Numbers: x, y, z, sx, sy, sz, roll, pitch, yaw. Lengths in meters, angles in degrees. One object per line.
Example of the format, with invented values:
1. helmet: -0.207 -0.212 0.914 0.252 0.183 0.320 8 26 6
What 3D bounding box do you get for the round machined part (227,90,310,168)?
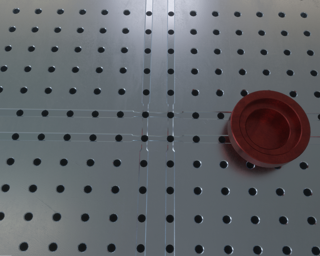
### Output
1. round machined part: 0.136 0.004 0.402 0.099 0.042 0.098 0 70 0
